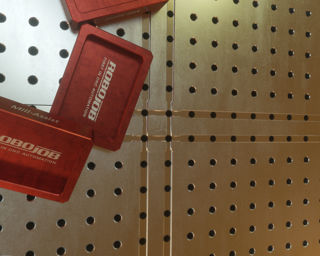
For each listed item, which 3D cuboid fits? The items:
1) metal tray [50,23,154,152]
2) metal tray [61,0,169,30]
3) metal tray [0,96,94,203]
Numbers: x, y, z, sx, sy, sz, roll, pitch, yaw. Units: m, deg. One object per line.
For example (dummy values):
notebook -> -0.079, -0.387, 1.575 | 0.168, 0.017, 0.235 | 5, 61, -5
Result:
metal tray -> -0.073, -0.046, 0.376 | 0.091, 0.030, 0.129 | 20, 89, -19
metal tray -> -0.061, -0.185, 0.386 | 0.131, 0.030, 0.090 | -22, 97, -19
metal tray -> -0.148, 0.023, 0.335 | 0.131, 0.030, 0.090 | 20, 110, -19
